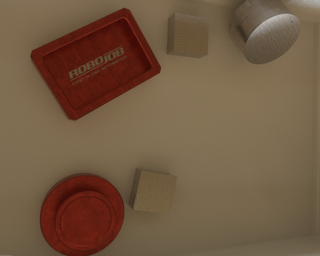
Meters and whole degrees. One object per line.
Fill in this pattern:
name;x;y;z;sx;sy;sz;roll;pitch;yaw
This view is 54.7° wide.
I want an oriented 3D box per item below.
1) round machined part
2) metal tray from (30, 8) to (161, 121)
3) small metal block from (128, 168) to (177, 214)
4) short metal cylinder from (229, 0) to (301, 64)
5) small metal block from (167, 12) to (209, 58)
round machined part;-0.090;0.105;0.369;0.099;0.042;0.097;0;90;-21
metal tray;-0.075;-0.078;0.380;0.131;0.030;0.090;-32;101;-17
small metal block;-0.010;0.083;0.408;0.050;0.025;0.050;13;86;-20
short metal cylinder;0.143;-0.136;0.428;0.081;0.079;0.050;-6;52;-20
small metal block;0.038;-0.126;0.426;0.050;0.025;0.050;2;89;-21
